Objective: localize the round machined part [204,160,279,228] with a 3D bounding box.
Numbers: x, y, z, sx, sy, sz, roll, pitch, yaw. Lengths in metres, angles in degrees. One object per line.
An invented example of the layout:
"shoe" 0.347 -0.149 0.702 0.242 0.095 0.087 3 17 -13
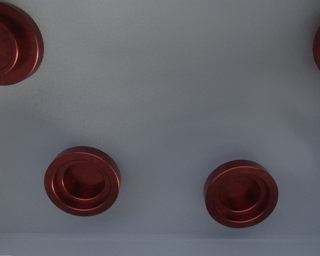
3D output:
"round machined part" 0.110 0.088 0.435 0.099 0.042 0.097 0 110 0

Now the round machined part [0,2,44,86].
"round machined part" -0.194 -0.097 0.365 0.099 0.042 0.097 0 110 0

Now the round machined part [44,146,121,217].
"round machined part" -0.103 0.069 0.427 0.099 0.042 0.097 0 110 0

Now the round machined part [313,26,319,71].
"round machined part" 0.226 -0.093 0.348 0.098 0.042 0.097 10 112 27
